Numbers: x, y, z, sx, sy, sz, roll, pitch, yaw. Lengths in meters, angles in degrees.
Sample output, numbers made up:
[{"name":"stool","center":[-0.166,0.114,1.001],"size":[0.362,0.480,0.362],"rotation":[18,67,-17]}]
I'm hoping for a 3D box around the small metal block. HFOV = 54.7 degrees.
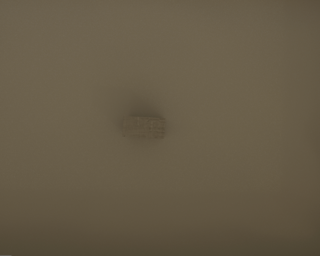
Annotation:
[{"name":"small metal block","center":[-0.020,-0.001,0.395],"size":[0.050,0.050,0.025],"rotation":[3,90,-1]}]
